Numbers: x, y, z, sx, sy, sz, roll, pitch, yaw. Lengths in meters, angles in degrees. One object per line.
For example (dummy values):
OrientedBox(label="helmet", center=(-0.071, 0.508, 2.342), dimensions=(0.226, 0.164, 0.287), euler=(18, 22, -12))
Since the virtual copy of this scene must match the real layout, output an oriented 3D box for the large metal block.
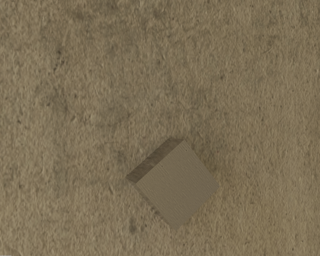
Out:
OrientedBox(label="large metal block", center=(0.016, 0.070, 0.403), dimensions=(0.080, 0.050, 0.080), euler=(-41, 104, -16))
